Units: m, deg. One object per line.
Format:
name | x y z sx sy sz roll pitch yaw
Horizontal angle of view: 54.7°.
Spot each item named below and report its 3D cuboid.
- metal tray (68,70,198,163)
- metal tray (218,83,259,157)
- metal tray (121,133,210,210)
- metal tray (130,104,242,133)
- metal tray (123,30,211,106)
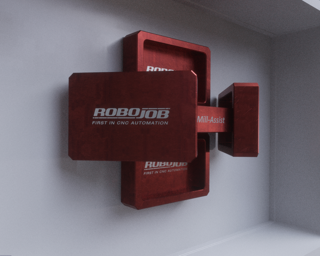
metal tray | -0.027 -0.012 0.322 0.030 0.131 0.089 3 87 -82
metal tray | 0.105 -0.010 0.433 0.030 0.130 0.089 1 90 2
metal tray | 0.012 0.051 0.409 0.131 0.030 0.089 0 90 -41
metal tray | 0.029 -0.010 0.387 0.131 0.090 0.030 0 90 -41
metal tray | 0.013 -0.070 0.412 0.131 0.030 0.089 0 91 -41
